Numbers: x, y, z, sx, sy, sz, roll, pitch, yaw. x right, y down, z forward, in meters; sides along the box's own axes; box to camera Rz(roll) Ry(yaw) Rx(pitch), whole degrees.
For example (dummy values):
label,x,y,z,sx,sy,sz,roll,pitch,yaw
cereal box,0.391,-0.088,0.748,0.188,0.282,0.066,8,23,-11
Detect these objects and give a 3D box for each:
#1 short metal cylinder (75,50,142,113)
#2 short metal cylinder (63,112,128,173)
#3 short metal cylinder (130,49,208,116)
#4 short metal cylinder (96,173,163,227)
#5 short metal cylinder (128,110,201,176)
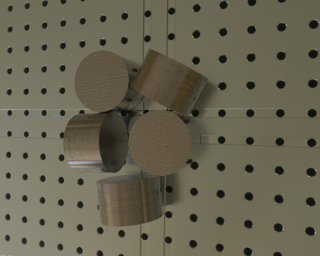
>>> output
label,x,y,z,sx,sy,sz,roll,pitch,yaw
short metal cylinder,-0.068,-0.060,0.423,0.080,0.050,0.079,0,90,21
short metal cylinder,-0.083,0.019,0.413,0.050,0.080,0.080,-2,89,19
short metal cylinder,0.011,-0.056,0.379,0.080,0.080,0.050,30,99,17
short metal cylinder,-0.038,0.089,0.396,0.080,0.080,0.050,-7,88,20
short metal cylinder,0.007,0.018,0.397,0.080,0.050,0.079,0,91,19
